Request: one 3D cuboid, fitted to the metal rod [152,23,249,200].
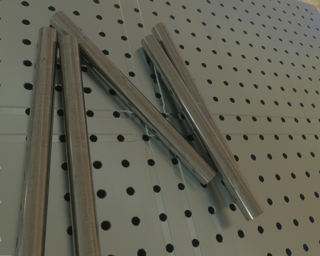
[{"bbox_3d":[0.056,-0.034,0.460,0.025,0.025,0.299,-11,68,-33],"label":"metal rod"}]

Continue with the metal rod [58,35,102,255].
[{"bbox_3d":[-0.090,0.022,0.341,0.025,0.025,0.299,1,63,-28],"label":"metal rod"}]

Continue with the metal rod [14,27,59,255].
[{"bbox_3d":[-0.129,0.007,0.334,0.025,0.025,0.299,7,58,-25],"label":"metal rod"}]

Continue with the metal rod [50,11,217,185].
[{"bbox_3d":[-0.038,-0.042,0.414,0.300,0.025,0.025,46,51,4],"label":"metal rod"}]

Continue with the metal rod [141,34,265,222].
[{"bbox_3d":[0.050,-0.014,0.431,0.025,0.025,0.299,-14,65,-34],"label":"metal rod"}]
